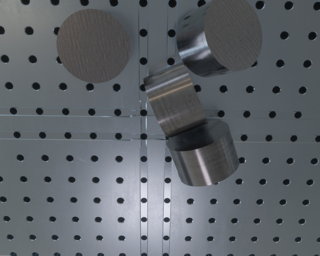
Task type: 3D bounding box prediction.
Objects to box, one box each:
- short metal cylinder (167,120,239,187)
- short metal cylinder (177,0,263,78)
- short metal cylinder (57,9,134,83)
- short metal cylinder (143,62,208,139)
[{"bbox_3d":[0.055,0.031,0.396,0.080,0.080,0.050,-18,109,6],"label":"short metal cylinder"},{"bbox_3d":[0.066,-0.099,0.344,0.081,0.050,0.080,0,90,-30],"label":"short metal cylinder"},{"bbox_3d":[-0.073,-0.097,0.363,0.081,0.050,0.079,0,110,0],"label":"short metal cylinder"},{"bbox_3d":[0.020,-0.033,0.372,0.050,0.080,0.080,-22,109,8],"label":"short metal cylinder"}]
